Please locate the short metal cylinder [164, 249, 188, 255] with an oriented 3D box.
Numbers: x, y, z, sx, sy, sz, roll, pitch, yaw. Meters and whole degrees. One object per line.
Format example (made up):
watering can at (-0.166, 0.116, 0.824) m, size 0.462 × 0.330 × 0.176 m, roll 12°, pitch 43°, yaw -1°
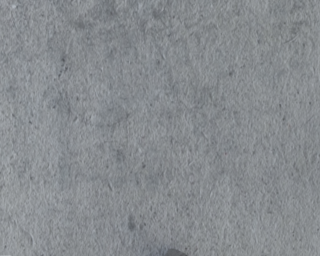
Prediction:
short metal cylinder at (0.027, 0.198, 0.383) m, size 0.080 × 0.080 × 0.050 m, roll 36°, pitch 90°, yaw -1°
